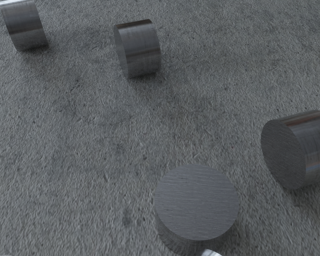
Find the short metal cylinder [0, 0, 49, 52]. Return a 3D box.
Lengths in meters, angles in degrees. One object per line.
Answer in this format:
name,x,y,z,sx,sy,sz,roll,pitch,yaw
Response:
short metal cylinder,-0.222,-0.171,0.510,0.050,0.080,0.080,-18,52,-14

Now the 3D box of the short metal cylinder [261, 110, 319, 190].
short metal cylinder,0.158,0.024,0.348,0.050,0.080,0.080,-14,52,-11

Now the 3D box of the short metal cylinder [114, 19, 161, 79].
short metal cylinder,-0.035,-0.119,0.467,0.050,0.080,0.080,-15,52,-12

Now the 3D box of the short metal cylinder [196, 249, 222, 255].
short metal cylinder,0.045,0.146,0.245,0.050,0.080,0.080,-37,59,-26

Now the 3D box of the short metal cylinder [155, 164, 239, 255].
short metal cylinder,0.035,0.084,0.316,0.080,0.050,0.080,0,50,0
